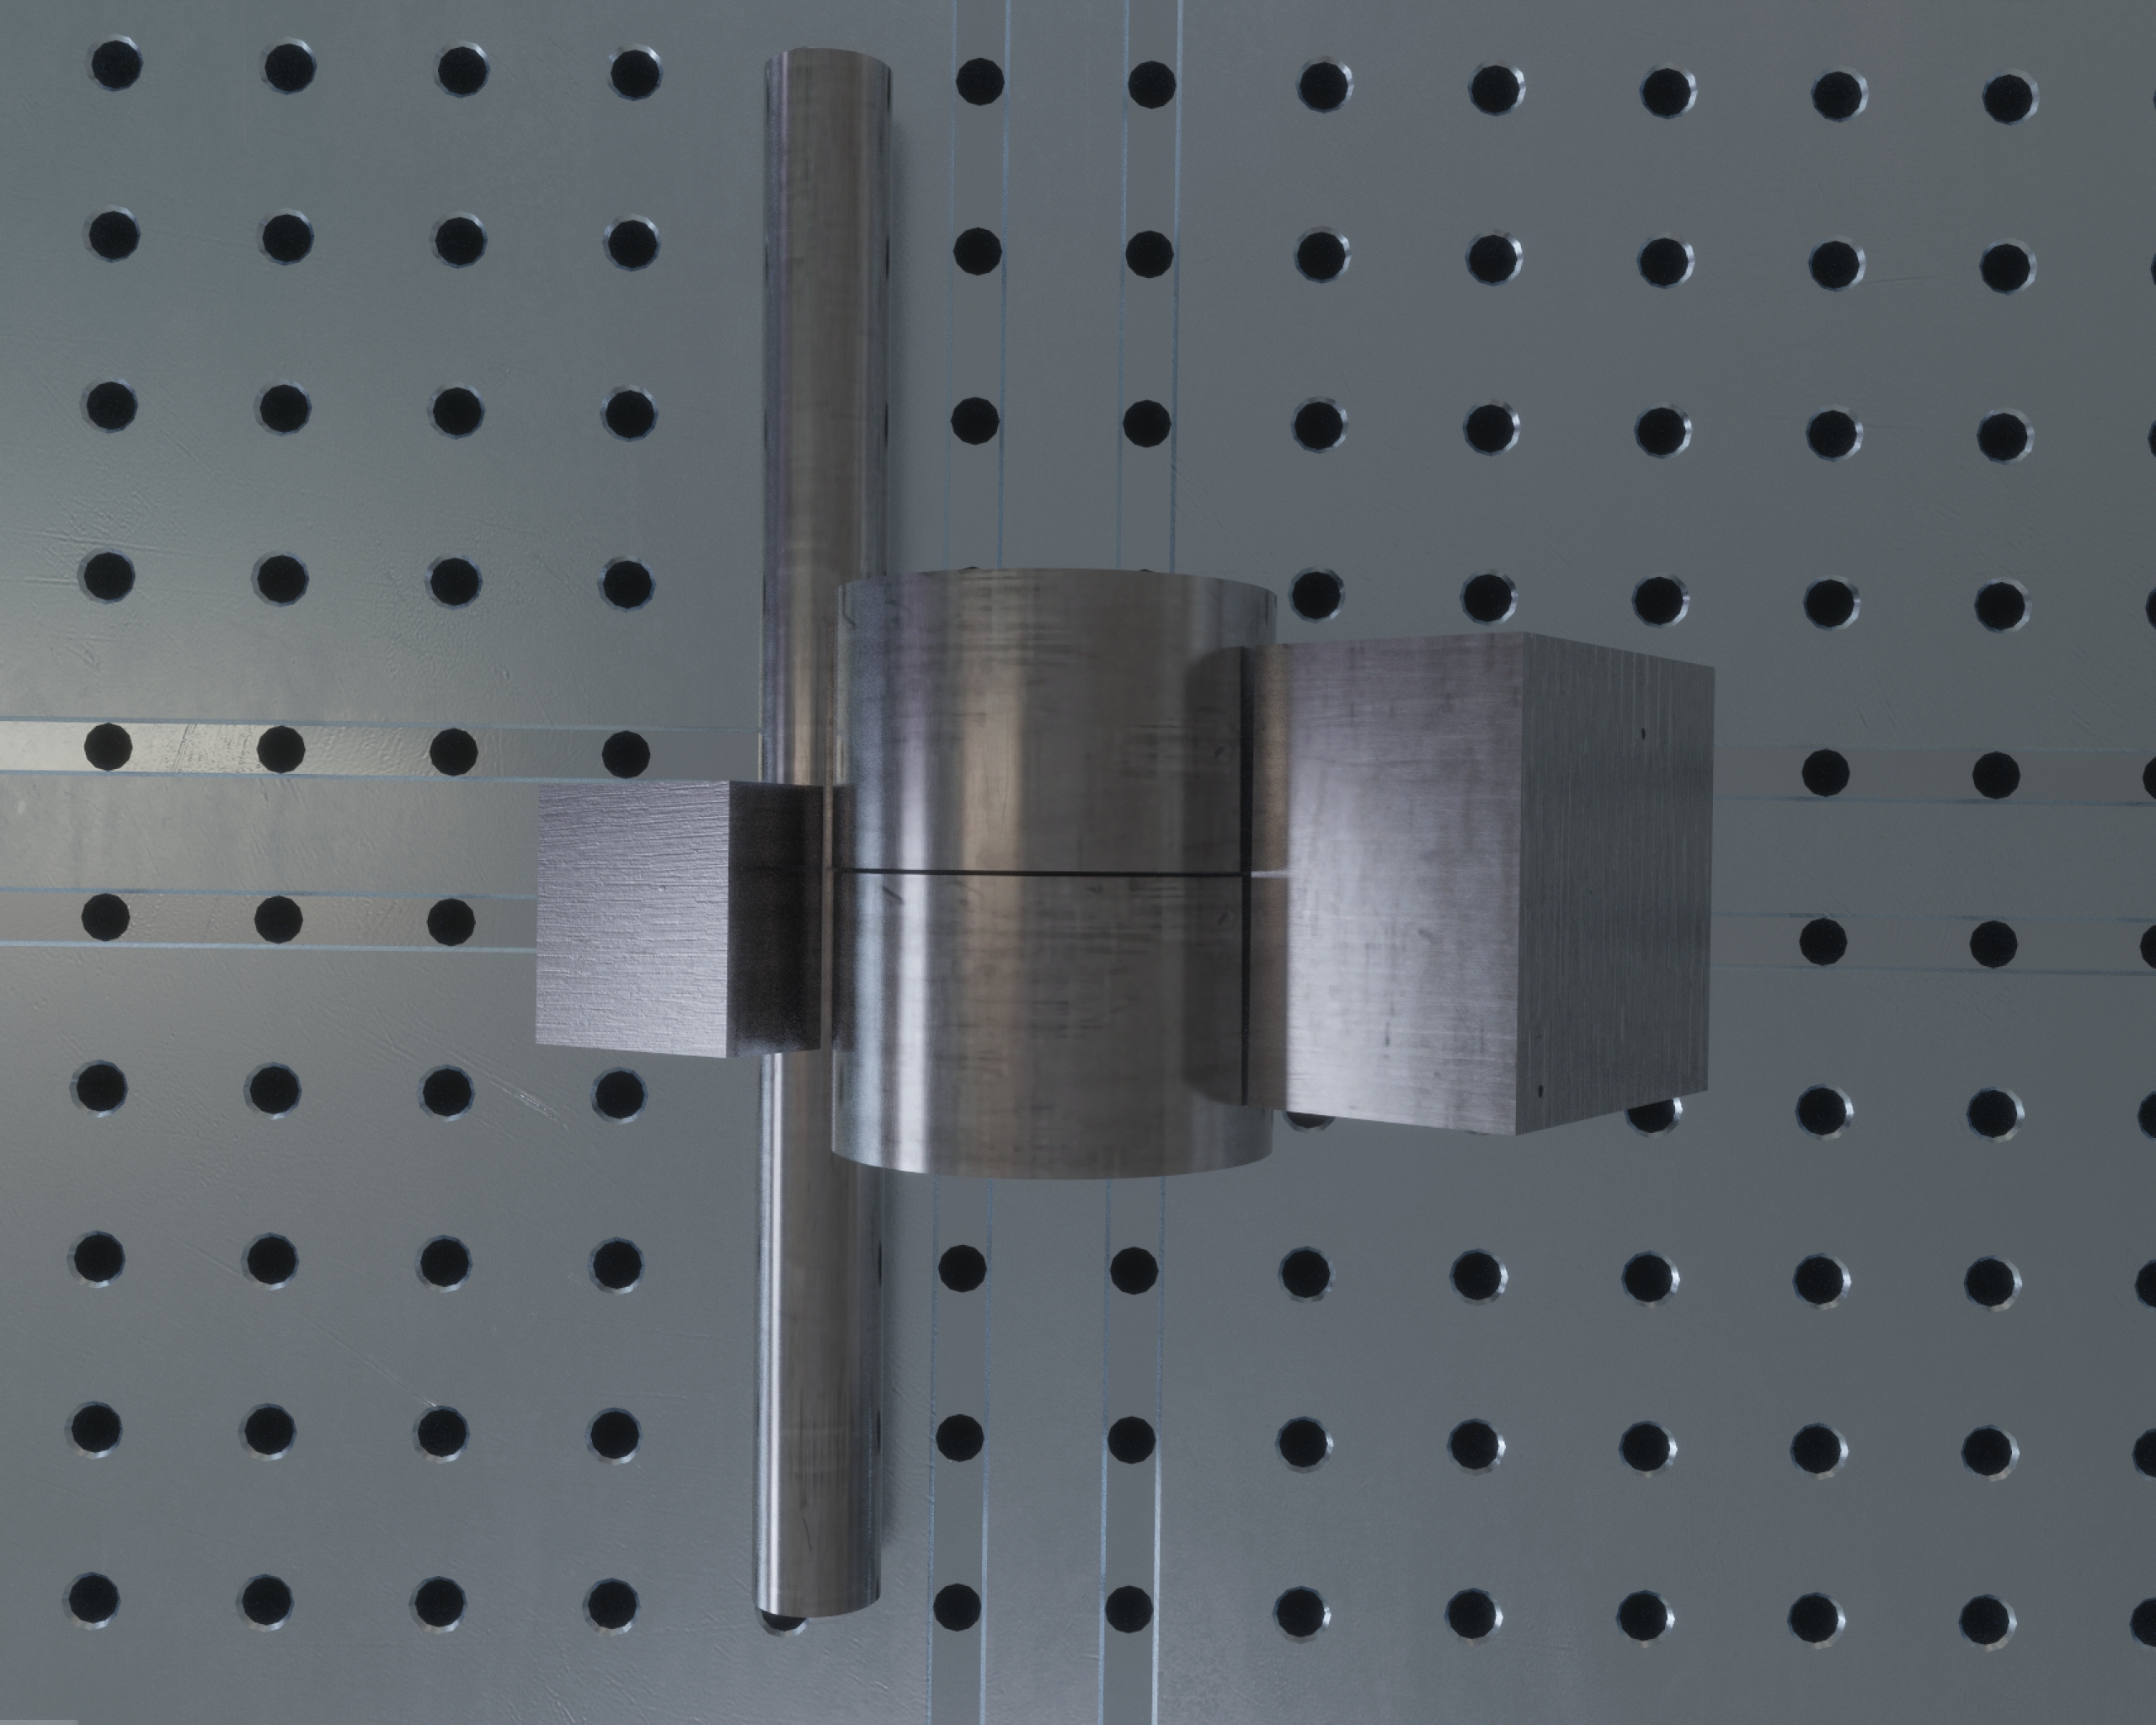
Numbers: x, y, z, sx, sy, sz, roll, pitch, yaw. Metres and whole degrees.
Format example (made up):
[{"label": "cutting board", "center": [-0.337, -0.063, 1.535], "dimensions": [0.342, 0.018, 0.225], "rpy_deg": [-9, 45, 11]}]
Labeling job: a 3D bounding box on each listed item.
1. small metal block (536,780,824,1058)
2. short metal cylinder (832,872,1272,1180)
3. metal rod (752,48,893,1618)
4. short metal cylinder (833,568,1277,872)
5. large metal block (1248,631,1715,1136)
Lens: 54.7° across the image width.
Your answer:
[{"label": "small metal block", "center": [-0.076, 0.010, 0.398], "dimensions": [0.050, 0.025, 0.050], "rpy_deg": [0, 89, 34]}, {"label": "short metal cylinder", "center": [-0.004, 0.027, 0.382], "dimensions": [0.081, 0.080, 0.050], "rpy_deg": [1, 90, 0]}, {"label": "metal rod", "center": [-0.050, -0.006, 0.408], "dimensions": [0.025, 0.025, 0.298], "rpy_deg": [0, 90, 0]}, {"label": "short metal cylinder", "center": [-0.004, -0.024, 0.382], "dimensions": [0.081, 0.080, 0.050], "rpy_deg": [1, 90, 0]}, {"label": "large metal block", "center": [0.075, 0.003, 0.375], "dimensions": [0.050, 0.081, 0.079], "rpy_deg": [1, 91, 38]}]
